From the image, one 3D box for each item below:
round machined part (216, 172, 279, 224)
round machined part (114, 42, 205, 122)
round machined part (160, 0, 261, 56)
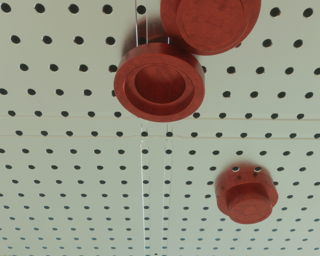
[{"bbox_3d":[0.142,0.120,0.503,0.099,0.042,0.097,0,130,0],"label":"round machined part"},{"bbox_3d":[0.001,-0.054,0.347,0.098,0.042,0.098,4,139,4],"label":"round machined part"},{"bbox_3d":[0.049,-0.114,0.303,0.099,0.042,0.097,0,130,0],"label":"round machined part"}]
